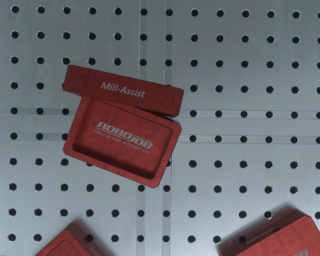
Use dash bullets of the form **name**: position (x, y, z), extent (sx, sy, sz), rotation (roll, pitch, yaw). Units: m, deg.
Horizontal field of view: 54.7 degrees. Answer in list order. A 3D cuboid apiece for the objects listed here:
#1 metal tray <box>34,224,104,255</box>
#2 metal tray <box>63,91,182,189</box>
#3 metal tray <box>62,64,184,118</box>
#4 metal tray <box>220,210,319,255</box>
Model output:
- **metal tray**: position (-0.109, 0.205, 0.409), extent (0.090, 0.030, 0.130), rotation (-42, 91, 0)
- **metal tray**: position (-0.048, 0.013, 0.403), extent (0.131, 0.030, 0.089), rotation (22, 97, -2)
- **metal tray**: position (-0.040, -0.042, 0.380), extent (0.131, 0.090, 0.030), rotation (12, 90, -1)
- **metal tray**: position (0.158, 0.181, 0.413), extent (0.130, 0.030, 0.090), rotation (-30, 90, -1)
